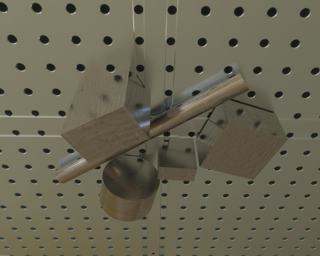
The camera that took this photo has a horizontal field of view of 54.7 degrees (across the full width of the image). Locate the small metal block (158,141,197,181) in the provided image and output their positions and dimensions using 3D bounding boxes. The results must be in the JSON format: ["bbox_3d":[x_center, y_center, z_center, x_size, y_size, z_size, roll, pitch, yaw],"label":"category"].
[{"bbox_3d":[0.023,0.046,0.435,0.050,0.050,0.025,4,130,-4],"label":"small metal block"}]

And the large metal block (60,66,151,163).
[{"bbox_3d":[-0.059,-0.016,0.362,0.080,0.080,0.050,-22,127,17],"label":"large metal block"}]

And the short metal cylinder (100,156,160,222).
[{"bbox_3d":[-0.045,0.086,0.448,0.081,0.080,0.050,9,130,-8],"label":"short metal cylinder"}]

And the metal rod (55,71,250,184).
[{"bbox_3d":[-0.025,0.008,0.418,0.300,0.025,0.025,-27,125,21],"label":"metal rod"}]

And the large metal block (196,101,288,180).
[{"bbox_3d":[0.103,0.016,0.407,0.081,0.050,0.079,15,129,-13],"label":"large metal block"}]
